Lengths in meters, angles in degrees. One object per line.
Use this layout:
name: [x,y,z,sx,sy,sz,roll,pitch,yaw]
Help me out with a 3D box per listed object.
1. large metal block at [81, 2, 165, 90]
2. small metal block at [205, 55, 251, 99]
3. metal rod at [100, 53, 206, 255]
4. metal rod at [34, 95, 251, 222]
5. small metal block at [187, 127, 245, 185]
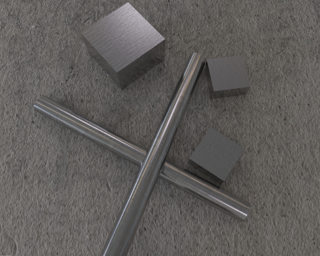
large metal block: [-0.050,-0.115,0.436,0.080,0.050,0.080,-38,75,-13]
small metal block: [0.093,-0.071,0.435,0.050,0.025,0.050,-8,70,-3]
metal rod: [0.000,0.022,0.375,0.025,0.025,0.300,20,62,7]
metal rod: [-0.029,0.034,0.395,0.301,0.025,0.025,27,72,9]
small metal block: [0.071,0.036,0.396,0.050,0.025,0.050,33,73,11]
